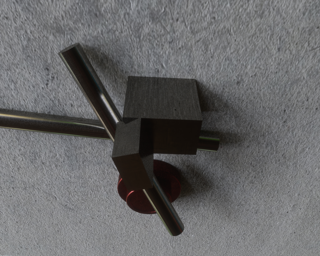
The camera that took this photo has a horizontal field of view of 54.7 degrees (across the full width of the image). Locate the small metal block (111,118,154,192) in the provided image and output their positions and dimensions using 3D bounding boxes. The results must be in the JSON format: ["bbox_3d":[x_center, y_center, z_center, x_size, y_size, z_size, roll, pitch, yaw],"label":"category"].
[{"bbox_3d":[-0.025,0.026,0.308,0.025,0.050,0.050,-11,130,8],"label":"small metal block"}]

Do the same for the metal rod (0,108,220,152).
[{"bbox_3d":[-0.071,0.003,0.408,0.302,0.025,0.025,7,130,-7],"label":"metal rod"}]

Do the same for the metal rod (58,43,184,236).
[{"bbox_3d":[-0.036,0.033,0.397,0.025,0.025,0.299,-19,118,15],"label":"metal rod"}]

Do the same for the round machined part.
[{"bbox_3d":[-0.017,0.097,0.478,0.099,0.042,0.097,-1,130,0],"label":"round machined part"}]

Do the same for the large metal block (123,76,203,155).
[{"bbox_3d":[0.001,-0.016,0.357,0.081,0.080,0.050,2,130,-3],"label":"large metal block"}]
